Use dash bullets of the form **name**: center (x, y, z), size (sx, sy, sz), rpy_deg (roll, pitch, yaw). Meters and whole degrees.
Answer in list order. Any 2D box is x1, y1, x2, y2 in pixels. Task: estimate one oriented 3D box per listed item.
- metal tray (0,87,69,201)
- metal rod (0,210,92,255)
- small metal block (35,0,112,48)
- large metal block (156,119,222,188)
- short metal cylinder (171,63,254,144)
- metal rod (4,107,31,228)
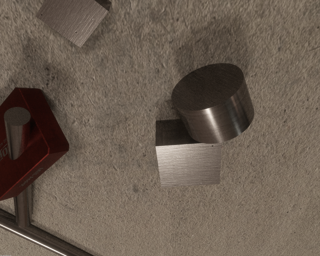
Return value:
- **metal tray**: center (-0.178, 0.022, 0.383), size (0.130, 0.090, 0.030), rpy_deg (-38, 166, 27)
- **metal rod**: center (-0.223, 0.207, 0.579), size (0.025, 0.025, 0.300), rpy_deg (-32, 124, 24)
- **small metal block**: center (-0.085, -0.117, 0.306), size (0.050, 0.025, 0.050), rpy_deg (34, 122, -26)
- **large metal block**: center (0.038, 0.033, 0.420), size (0.080, 0.050, 0.080), rpy_deg (-4, 130, 3)
- **short metal cylinder**: center (0.060, -0.029, 0.348), size (0.080, 0.080, 0.050), rpy_deg (-18, 128, 14)
- **metal rod**: center (-0.193, 0.075, 0.432), size (0.025, 0.025, 0.298), rpy_deg (14, 140, -12)
